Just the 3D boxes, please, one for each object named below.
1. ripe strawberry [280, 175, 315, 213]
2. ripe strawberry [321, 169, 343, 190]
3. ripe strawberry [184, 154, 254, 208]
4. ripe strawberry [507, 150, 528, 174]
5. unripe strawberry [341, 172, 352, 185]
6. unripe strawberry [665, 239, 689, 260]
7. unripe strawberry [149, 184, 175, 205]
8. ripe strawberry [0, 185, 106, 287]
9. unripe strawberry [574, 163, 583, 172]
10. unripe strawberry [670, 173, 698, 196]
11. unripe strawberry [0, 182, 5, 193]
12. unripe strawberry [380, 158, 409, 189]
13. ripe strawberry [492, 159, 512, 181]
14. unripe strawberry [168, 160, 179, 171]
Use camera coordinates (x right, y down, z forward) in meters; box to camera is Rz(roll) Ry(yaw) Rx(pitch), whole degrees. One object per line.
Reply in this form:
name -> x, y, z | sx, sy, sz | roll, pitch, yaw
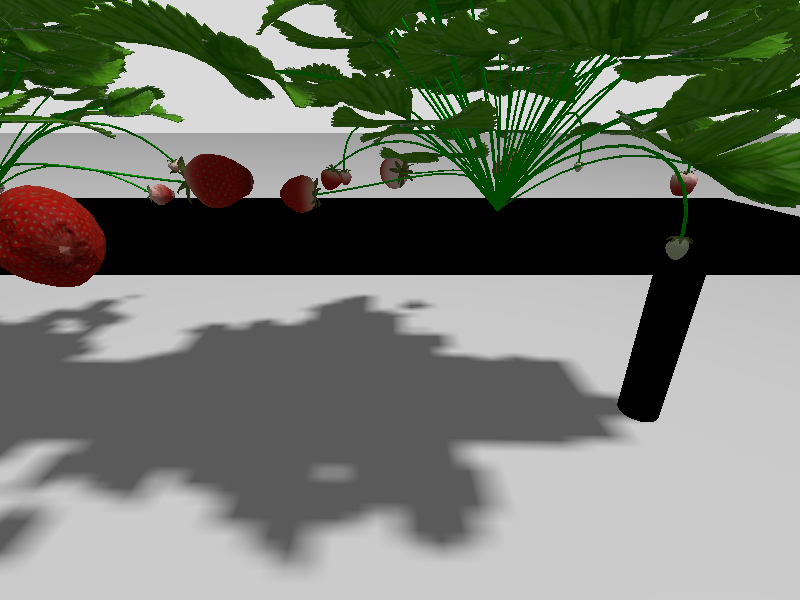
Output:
ripe strawberry -> -0.085, -0.089, 0.335 | 0.029, 0.030, 0.026 | -2, 24, -2
ripe strawberry -> -0.076, -0.134, 0.447 | 0.023, 0.023, 0.025 | 37, 38, 19
ripe strawberry -> -0.154, -0.103, 0.345 | 0.052, 0.045, 0.052 | 0, 24, -2
ripe strawberry -> 0.167, -0.194, 0.567 | 0.034, 0.036, 0.037 | 8, 25, 17
unripe strawberry -> -0.062, -0.140, 0.460 | 0.015, 0.015, 0.014 | 19, 31, 37
unripe strawberry -> 0.141, -0.026, 0.204 | 0.011, 0.011, 0.010 | -9, 26, -18
unripe strawberry -> -0.216, -0.096, 0.364 | 0.019, 0.019, 0.021 | -1, 24, -9
ripe strawberry -> -0.154, -0.026, 0.177 | 0.044, 0.046, 0.040 | 20, 31, 36
unripe strawberry -> 0.225, -0.167, 0.504 | 0.011, 0.011, 0.010 | 18, 30, 34
unripe strawberry -> 0.289, -0.118, 0.410 | 0.023, 0.023, 0.025 | -8, 25, -18
unripe strawberry -> -0.427, -0.120, 0.424 | 0.013, 0.014, 0.014 | -16, 28, -32
unripe strawberry -> -0.007, -0.147, 0.456 | 0.033, 0.038, 0.036 | -17, 28, -33
ripe strawberry -> 0.133, -0.164, 0.505 | 0.032, 0.027, 0.032 | 6, 18, 14
unripe strawberry -> -0.339, -0.201, 0.603 | 0.015, 0.017, 0.017 | 2, -38, 5
